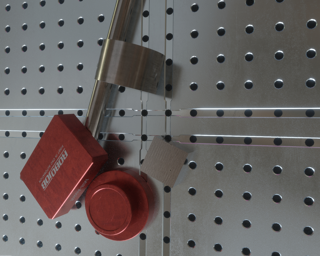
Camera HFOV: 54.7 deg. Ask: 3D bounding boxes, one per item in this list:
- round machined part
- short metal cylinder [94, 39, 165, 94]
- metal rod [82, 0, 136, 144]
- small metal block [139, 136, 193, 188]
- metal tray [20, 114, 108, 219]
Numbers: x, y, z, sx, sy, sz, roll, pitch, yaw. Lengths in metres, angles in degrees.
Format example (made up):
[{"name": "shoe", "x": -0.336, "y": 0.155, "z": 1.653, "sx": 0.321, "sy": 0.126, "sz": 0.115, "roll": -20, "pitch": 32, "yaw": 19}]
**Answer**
[{"name": "round machined part", "x": -0.061, "y": 0.106, "z": 0.424, "sx": 0.098, "sy": 0.042, "sz": 0.097, "roll": 0, "pitch": 90, "yaw": 19}, {"name": "short metal cylinder", "x": -0.038, "y": -0.077, "z": 0.396, "sx": 0.080, "sy": 0.080, "sz": 0.050, "roll": 16, "pitch": 95, "yaw": 19}, {"name": "metal rod", "x": -0.079, "y": -0.066, "z": 0.439, "sx": 0.025, "sy": 0.025, "sz": 0.298, "roll": 18, "pitch": 96, "yaw": 19}, {"name": "small metal block", "x": 0.009, "y": 0.043, "z": 0.409, "sx": 0.050, "sy": 0.025, "sz": 0.050, "roll": 26, "pitch": 98, "yaw": 17}, {"name": "metal tray", "x": -0.140, "y": 0.055, "z": 0.441, "sx": 0.090, "sy": 0.030, "sz": 0.129, "roll": 47, "pitch": 115, "yaw": 19}]
